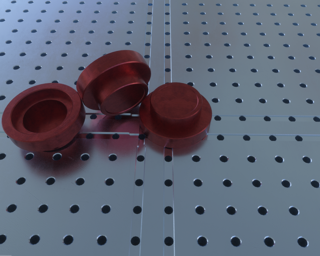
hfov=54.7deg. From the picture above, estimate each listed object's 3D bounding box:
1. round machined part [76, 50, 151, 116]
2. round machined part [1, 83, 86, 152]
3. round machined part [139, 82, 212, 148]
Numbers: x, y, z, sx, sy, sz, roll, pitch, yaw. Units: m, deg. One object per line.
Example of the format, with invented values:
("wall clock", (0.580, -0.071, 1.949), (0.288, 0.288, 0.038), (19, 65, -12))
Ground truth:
("round machined part", (-0.055, -0.052, 0.406), (0.099, 0.098, 0.042), (-23, 69, -19))
("round machined part", (-0.145, -0.010, 0.400), (0.099, 0.042, 0.098), (-2, 52, 3))
("round machined part", (0.021, -0.024, 0.417), (0.099, 0.042, 0.098), (1, 50, 0))
